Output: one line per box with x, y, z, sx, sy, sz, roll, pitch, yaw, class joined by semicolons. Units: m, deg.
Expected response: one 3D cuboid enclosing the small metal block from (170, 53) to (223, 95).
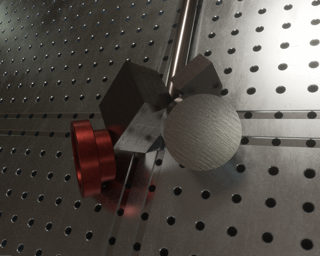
0.048;-0.059;0.402;0.050;0.050;0.025;-41;51;0;small metal block

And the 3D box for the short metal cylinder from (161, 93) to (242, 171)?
0.043;0.002;0.341;0.080;0.080;0.050;-39;8;1;short metal cylinder

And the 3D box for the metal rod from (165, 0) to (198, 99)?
0.035;-0.138;0.472;0.025;0.025;0.299;-3;60;26;metal rod

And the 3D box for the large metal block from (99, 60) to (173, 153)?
-0.031;-0.026;0.401;0.080;0.050;0.080;-52;44;31;large metal block

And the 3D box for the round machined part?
-0.085;0.037;0.394;0.042;0.097;0.098;-8;50;-20;round machined part
